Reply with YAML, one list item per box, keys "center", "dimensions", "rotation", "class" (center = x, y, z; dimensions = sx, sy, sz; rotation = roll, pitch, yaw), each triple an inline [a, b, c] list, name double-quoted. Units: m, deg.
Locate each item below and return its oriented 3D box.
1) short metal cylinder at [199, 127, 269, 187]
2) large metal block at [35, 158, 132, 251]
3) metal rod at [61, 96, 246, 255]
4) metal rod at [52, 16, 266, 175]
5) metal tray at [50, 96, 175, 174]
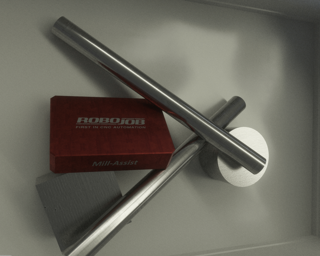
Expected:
- center: [0.103, 0.038, 0.434]
  dimensions: [0.081, 0.050, 0.079]
  rotation: [0, 90, -21]
  class: "short metal cylinder"
- center: [-0.089, 0.083, 0.360]
  dimensions: [0.081, 0.050, 0.080]
  rotation: [-20, 97, -19]
  class: "large metal block"
- center: [0.013, 0.047, 0.376]
  dimensions: [0.302, 0.025, 0.025]
  rotation: [-39, 103, -30]
  class: "metal rod"
- center: [0.003, -0.037, 0.380]
  dimensions: [0.301, 0.025, 0.025]
  rotation: [35, 78, -5]
  class: "metal rod"
- center: [-0.057, 0.005, 0.356]
  dimensions: [0.131, 0.030, 0.090]
  rotation: [0, 46, -19]
  class: "metal tray"
